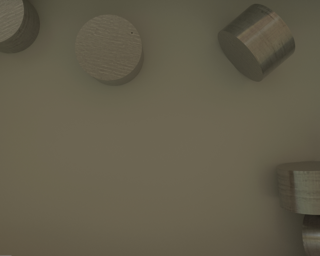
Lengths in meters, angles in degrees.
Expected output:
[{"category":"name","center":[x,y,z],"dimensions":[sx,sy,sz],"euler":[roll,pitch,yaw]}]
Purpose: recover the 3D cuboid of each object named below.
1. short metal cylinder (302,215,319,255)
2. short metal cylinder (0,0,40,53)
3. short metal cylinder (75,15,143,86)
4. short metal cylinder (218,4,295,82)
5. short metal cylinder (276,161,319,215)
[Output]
[{"category":"short metal cylinder","center":[0.221,0.137,0.382],"dimensions":[0.081,0.050,0.080],"euler":[12,71,-37]},{"category":"short metal cylinder","center":[-0.204,-0.141,0.396],"dimensions":[0.081,0.050,0.079],"euler":[0,90,-1]},{"category":"short metal cylinder","center":[-0.062,-0.097,0.398],"dimensions":[0.081,0.050,0.079],"euler":[0,90,-1]},{"category":"short metal cylinder","center":[0.118,-0.104,0.385],"dimensions":[0.050,0.080,0.080],"euler":[-41,91,0]},{"category":"short metal cylinder","center":[0.190,0.072,0.387],"dimensions":[0.081,0.080,0.050],"euler":[-5,90,-1]}]
